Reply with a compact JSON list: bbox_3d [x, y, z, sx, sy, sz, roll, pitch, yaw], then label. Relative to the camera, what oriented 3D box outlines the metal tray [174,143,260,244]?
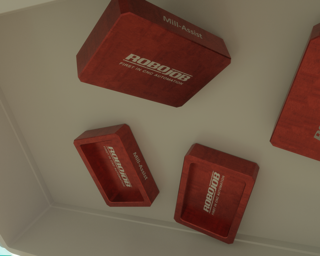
[{"bbox_3d":[0.072,0.092,0.423,0.090,0.030,0.129,18,126,17],"label":"metal tray"}]

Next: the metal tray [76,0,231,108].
[{"bbox_3d":[-0.005,-0.069,0.312,0.131,0.030,0.090,12,141,-36],"label":"metal tray"}]

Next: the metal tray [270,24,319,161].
[{"bbox_3d":[0.167,-0.023,0.289,0.090,0.030,0.129,19,136,17],"label":"metal tray"}]

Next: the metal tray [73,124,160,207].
[{"bbox_3d":[-0.066,0.062,0.478,0.090,0.030,0.129,-10,114,32],"label":"metal tray"}]
